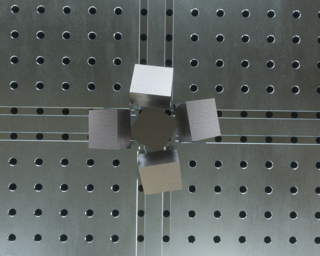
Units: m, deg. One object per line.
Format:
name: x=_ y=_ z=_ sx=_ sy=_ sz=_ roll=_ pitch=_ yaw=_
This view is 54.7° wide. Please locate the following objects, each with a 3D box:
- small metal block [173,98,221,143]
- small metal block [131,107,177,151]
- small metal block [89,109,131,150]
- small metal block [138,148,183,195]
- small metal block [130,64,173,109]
small metal block: x=0.048 y=-0.010 z=0.402 sx=0.050 sy=0.025 sz=0.050 roll=-10 pitch=90 yaw=-35
small metal block: x=-0.008 y=0.001 z=0.413 sx=0.050 sy=0.025 sz=0.050 roll=31 pitch=90 yaw=-1
small metal block: x=-0.065 y=0.002 z=0.401 sx=0.050 sy=0.025 sz=0.050 roll=0 pitch=90 yaw=34
small metal block: x=0.001 y=0.057 z=0.401 sx=0.050 sy=0.025 sz=0.050 roll=-9 pitch=126 yaw=0
small metal block: x=-0.011 y=-0.054 z=0.401 sx=0.050 sy=0.025 sz=0.050 roll=6 pitch=54 yaw=0
